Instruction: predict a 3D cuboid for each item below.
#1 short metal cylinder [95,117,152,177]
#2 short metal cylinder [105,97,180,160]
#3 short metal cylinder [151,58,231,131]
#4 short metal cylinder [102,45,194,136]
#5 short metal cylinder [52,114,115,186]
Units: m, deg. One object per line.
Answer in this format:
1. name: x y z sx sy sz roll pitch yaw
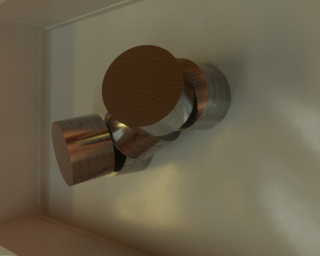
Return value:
1. short metal cylinder: -0.055 0.025 0.432 0.080 0.050 0.079 0 90 39
2. short metal cylinder: -0.021 -0.007 0.384 0.050 0.081 0.080 -36 68 34
3. short metal cylinder: 0.034 -0.037 0.359 0.080 0.050 0.079 0 90 39
4. short metal cylinder: -0.010 -0.035 0.310 0.080 0.050 0.080 -4 77 17
5. short metal cylinder: -0.096 0.026 0.381 0.080 0.050 0.079 31 128 51
